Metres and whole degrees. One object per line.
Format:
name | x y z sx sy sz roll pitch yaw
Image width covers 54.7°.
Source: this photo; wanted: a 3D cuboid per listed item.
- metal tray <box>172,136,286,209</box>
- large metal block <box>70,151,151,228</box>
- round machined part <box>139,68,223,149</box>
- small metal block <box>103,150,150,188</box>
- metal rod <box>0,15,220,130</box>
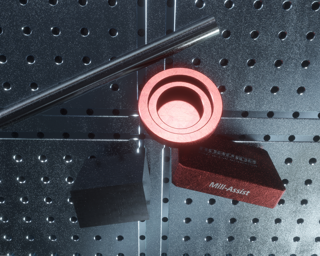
metal tray | 0.082 0.048 0.395 0.131 0.090 0.030 14 118 -6
large metal block | -0.056 0.073 0.384 0.080 0.080 0.050 -8 110 2
round machined part | 0.024 -0.021 0.379 0.099 0.042 0.098 0 69 -1
small metal block | -0.049 0.068 0.438 0.050 0.025 0.050 34 106 -12
metal rod | -0.072 -0.066 0.387 0.301 0.025 0.025 -22 109 7
